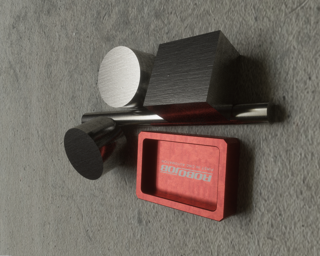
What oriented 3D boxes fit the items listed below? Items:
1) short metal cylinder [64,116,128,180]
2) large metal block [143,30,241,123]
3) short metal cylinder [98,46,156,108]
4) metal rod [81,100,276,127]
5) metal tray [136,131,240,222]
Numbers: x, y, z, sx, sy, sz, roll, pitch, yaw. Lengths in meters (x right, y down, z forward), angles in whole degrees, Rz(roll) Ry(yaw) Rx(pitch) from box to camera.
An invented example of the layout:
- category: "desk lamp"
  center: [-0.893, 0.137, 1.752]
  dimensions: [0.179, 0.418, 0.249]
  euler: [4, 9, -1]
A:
- category: "short metal cylinder"
  center: [-0.093, 0.028, 0.451]
  dimensions: [0.080, 0.050, 0.079]
  euler: [18, 121, 32]
- category: "large metal block"
  center: [0.036, -0.053, 0.344]
  dimensions: [0.080, 0.050, 0.080]
  euler: [-1, 68, 40]
- category: "short metal cylinder"
  center: [-0.039, -0.066, 0.422]
  dimensions: [0.080, 0.050, 0.080]
  euler: [0, 89, 40]
- category: "metal rod"
  center: [-0.002, -0.014, 0.410]
  dimensions: [0.300, 0.025, 0.025]
  euler: [-1, 90, 40]
- category: "metal tray"
  center: [0.029, 0.052, 0.378]
  dimensions: [0.130, 0.030, 0.089]
  euler: [5, 93, 39]
